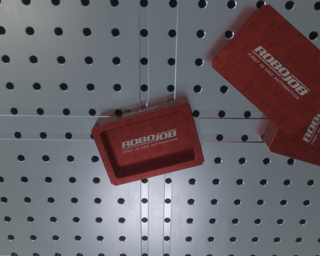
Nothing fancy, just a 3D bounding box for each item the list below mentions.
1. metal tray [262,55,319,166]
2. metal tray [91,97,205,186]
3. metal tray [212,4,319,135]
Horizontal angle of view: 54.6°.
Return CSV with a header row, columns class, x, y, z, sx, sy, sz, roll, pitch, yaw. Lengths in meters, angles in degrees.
class,x,y,z,sx,sy,sz,roll,pitch,yaw
metal tray,0.204,-0.020,0.405,0.090,0.030,0.129,16,109,-6
metal tray,-0.015,0.019,0.417,0.130,0.030,0.090,-15,110,5
metal tray,0.138,-0.067,0.365,0.130,0.030,0.090,43,111,1
